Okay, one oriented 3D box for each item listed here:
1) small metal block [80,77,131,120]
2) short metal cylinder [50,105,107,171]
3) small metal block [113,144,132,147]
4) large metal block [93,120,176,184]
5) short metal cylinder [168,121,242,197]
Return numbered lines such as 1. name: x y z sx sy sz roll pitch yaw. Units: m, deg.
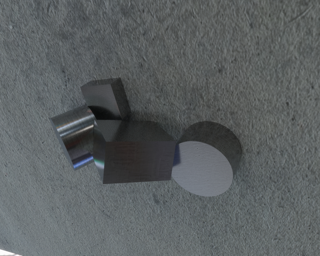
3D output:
1. small metal block: -0.073 -0.039 0.421 0.050 0.025 0.050 -1 118 28
2. short metal cylinder: -0.113 0.013 0.435 0.080 0.050 0.080 50 155 35
3. small metal block: -0.052 0.039 0.458 0.050 0.025 0.050 3 120 26
4. large metal block: -0.035 0.026 0.382 0.081 0.080 0.050 1 108 -21
5. short metal cylinder: 0.056 0.038 0.385 0.080 0.050 0.079 13 124 20
